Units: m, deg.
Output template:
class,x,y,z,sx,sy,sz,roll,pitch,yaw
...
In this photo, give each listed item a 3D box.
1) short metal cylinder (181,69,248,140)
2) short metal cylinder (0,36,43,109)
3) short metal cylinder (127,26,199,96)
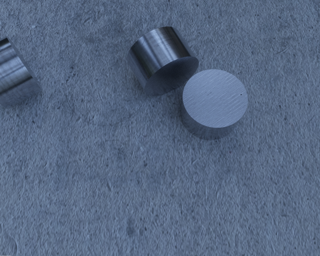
class,x,y,z,sx,sy,sz,roll,pitch,yaw
short metal cylinder,0.068,-0.029,0.406,0.081,0.050,0.080,0,70,0
short metal cylinder,-0.198,-0.072,0.404,0.050,0.080,0.080,-32,73,-11
short metal cylinder,0.004,-0.087,0.410,0.080,0.080,0.050,-27,72,-9
